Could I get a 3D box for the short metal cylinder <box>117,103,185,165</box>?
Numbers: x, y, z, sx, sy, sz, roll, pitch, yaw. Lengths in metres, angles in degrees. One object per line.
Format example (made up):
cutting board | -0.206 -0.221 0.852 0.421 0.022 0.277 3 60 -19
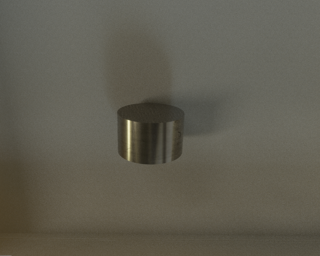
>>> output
short metal cylinder | -0.011 0.004 0.380 0.080 0.080 0.050 2 110 -1
